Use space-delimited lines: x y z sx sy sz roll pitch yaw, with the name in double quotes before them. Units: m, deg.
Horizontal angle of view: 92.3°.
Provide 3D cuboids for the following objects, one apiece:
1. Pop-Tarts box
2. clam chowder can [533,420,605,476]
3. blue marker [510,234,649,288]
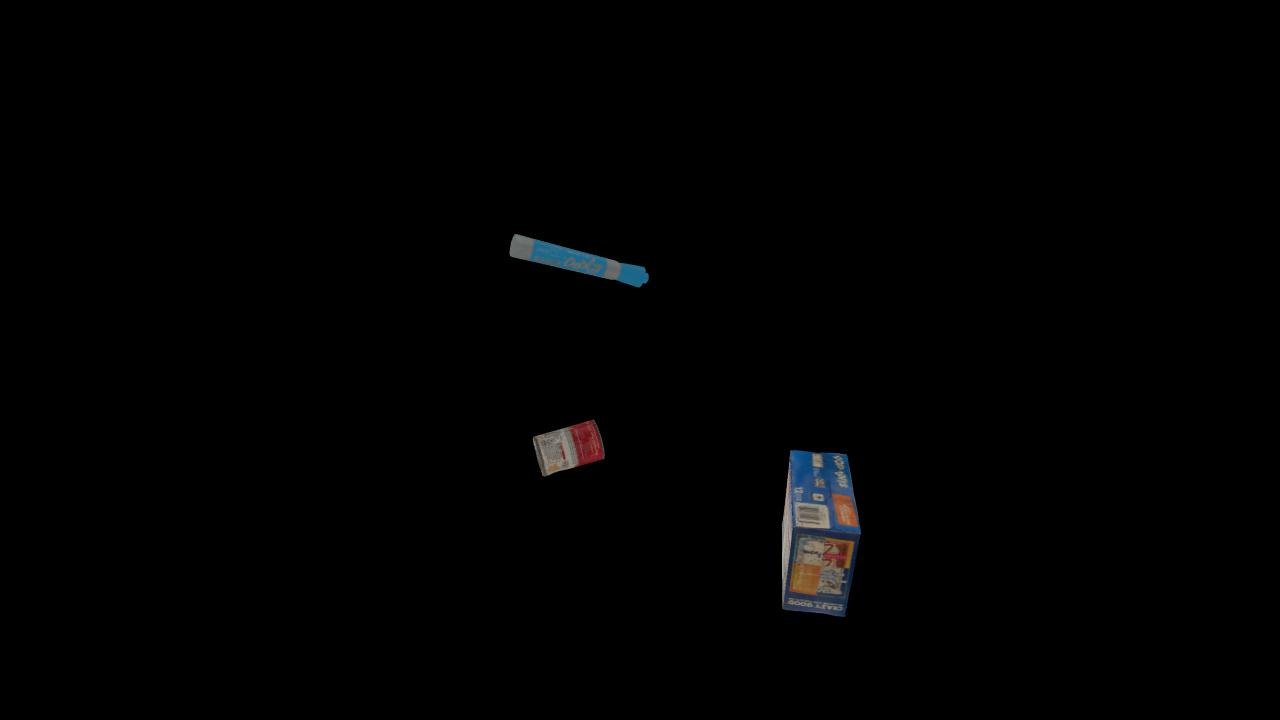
"Pop-Tarts box" 0.238 0.227 0.827 0.083 0.141 0.167 5 26 11
"clam chowder can" -0.115 0.142 0.992 0.102 0.068 0.068 -14 4 -15
"blue marker" -0.048 -0.082 0.518 0.121 0.020 0.020 11 -4 -24
